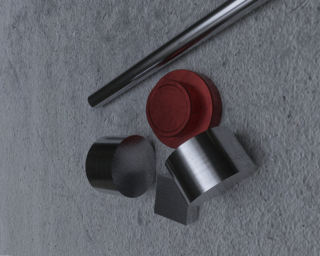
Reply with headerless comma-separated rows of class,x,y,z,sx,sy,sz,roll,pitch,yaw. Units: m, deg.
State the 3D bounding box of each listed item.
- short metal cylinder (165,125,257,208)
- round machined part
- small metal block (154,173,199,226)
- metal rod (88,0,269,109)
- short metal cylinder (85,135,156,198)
short metal cylinder,0.053,0.041,0.326,0.080,0.081,0.050,-45,63,31
round machined part,0.022,-0.023,0.376,0.098,0.042,0.097,0,90,40
small metal block,0.022,0.087,0.387,0.050,0.025,0.050,9,96,39
metal rod,0.005,-0.094,0.401,0.299,0.025,0.025,-25,74,37
short metal cylinder,-0.050,0.049,0.411,0.050,0.081,0.080,-2,89,40
